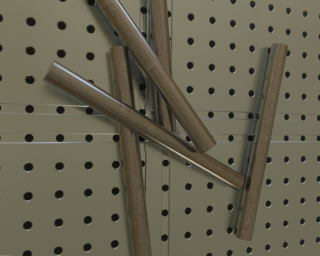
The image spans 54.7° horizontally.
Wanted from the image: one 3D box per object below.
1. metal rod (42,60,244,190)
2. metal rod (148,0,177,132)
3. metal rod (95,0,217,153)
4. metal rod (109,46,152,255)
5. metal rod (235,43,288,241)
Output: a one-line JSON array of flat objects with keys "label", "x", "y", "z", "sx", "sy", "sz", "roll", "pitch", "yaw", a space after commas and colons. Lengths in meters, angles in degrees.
[{"label": "metal rod", "x": -0.001, "y": 0.009, "z": 0.391, "sx": 0.301, "sy": 0.025, "sz": 0.025, "roll": 31, "pitch": 80, "yaw": -26}, {"label": "metal rod", "x": -0.001, "y": -0.144, "z": 0.412, "sx": 0.025, "sy": 0.025, "sz": 0.298, "roll": -5, "pitch": 92, "yaw": -20}, {"label": "metal rod", "x": -0.024, "y": -0.097, "z": 0.385, "sx": 0.025, "sy": 0.025, "sz": 0.299, "roll": -36, "pitch": 95, "yaw": -17}, {"label": "metal rod", "x": -0.036, "y": 0.047, "z": 0.400, "sx": 0.025, "sy": 0.025, "sz": 0.298, "roll": -7, "pitch": 93, "yaw": -20}, {"label": "metal rod", "x": 0.155, "y": 0.018, "z": 0.471, "sx": 0.025, "sy": 0.025, "sz": 0.298, "roll": 14, "pitch": 85, "yaw": -20}]
